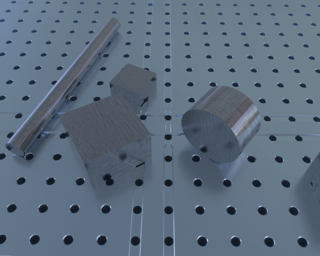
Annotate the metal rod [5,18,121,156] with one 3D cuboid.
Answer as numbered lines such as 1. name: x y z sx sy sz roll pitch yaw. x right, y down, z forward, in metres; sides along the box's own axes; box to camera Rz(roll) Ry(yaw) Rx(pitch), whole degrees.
1. metal rod: -0.132 -0.082 0.474 0.025 0.025 0.300 15 51 11

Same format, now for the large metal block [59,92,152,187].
1. large metal block: -0.066 0.012 0.381 0.081 0.050 0.080 -24 54 -19

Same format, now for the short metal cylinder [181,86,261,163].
1. short metal cylinder: 0.073 -0.004 0.376 0.080 0.080 0.050 32 57 23

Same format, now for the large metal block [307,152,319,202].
1. large metal block: 0.223 0.066 0.339 0.081 0.050 0.080 -2 50 -2

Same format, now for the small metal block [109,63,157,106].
1. small metal block: -0.039 -0.066 0.462 0.050 0.025 0.050 22 53 17
